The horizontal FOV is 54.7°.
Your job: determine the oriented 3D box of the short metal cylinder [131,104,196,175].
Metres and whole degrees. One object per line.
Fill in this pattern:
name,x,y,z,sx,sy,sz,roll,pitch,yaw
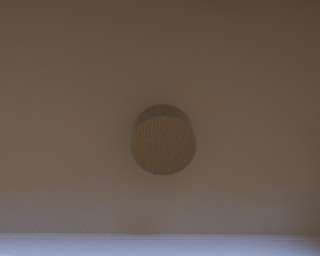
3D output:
short metal cylinder,0.004,0.014,0.403,0.081,0.050,0.079,0,110,-1
